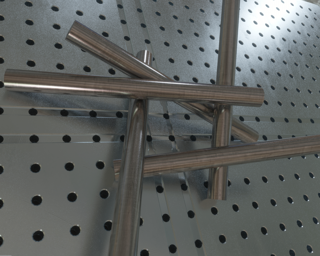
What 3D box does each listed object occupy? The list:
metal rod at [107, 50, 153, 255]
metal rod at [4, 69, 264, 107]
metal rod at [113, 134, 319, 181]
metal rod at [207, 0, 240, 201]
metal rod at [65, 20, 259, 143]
[{"bbox_3d":[-0.028,0.005,0.359,0.025,0.025,0.300,19,45,-17],"label":"metal rod"},{"bbox_3d":[-0.023,-0.047,0.372,0.302,0.025,0.025,3,59,-8],"label":"metal rod"},{"bbox_3d":[0.095,0.032,0.381,0.302,0.025,0.025,-6,64,-11],"label":"metal rod"},{"bbox_3d":[0.088,-0.055,0.421,0.025,0.025,0.299,11,78,-22],"label":"metal rod"},{"bbox_3d":[0.021,-0.047,0.410,0.301,0.025,0.025,27,52,-26],"label":"metal rod"}]
